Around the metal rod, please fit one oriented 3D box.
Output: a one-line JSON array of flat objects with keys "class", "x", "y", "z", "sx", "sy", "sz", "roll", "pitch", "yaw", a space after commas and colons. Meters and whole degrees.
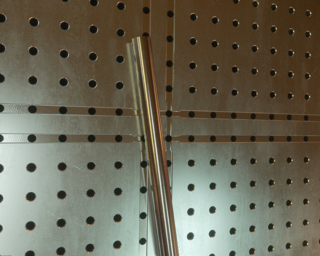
[{"class": "metal rod", "x": -0.005, "y": 0.032, "z": 0.410, "sx": 0.025, "sy": 0.025, "sz": 0.298, "roll": -9, "pitch": 93, "yaw": -20}]
